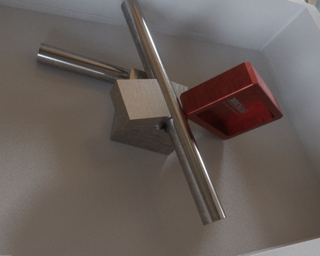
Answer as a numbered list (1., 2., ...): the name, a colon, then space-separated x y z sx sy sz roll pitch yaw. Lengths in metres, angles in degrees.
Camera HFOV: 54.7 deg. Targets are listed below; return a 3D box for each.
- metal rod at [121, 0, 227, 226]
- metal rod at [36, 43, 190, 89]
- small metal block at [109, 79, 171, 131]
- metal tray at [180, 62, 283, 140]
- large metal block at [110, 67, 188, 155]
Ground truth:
1. metal rod: 0.007 -0.036 0.367 0.025 0.025 0.299 -7 65 -32
2. metal rod: -0.012 -0.060 0.436 0.302 0.025 0.025 14 56 -21
3. small metal block: -0.022 -0.027 0.345 0.050 0.025 0.050 -7 65 -32
4. metal tray: 0.096 -0.027 0.398 0.130 0.090 0.030 25 46 -54
5. large metal block: -0.012 -0.020 0.395 0.081 0.050 0.080 17 55 -19
